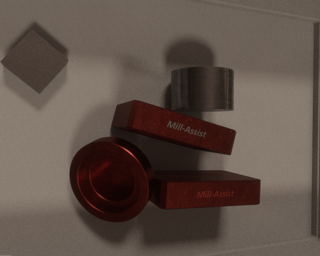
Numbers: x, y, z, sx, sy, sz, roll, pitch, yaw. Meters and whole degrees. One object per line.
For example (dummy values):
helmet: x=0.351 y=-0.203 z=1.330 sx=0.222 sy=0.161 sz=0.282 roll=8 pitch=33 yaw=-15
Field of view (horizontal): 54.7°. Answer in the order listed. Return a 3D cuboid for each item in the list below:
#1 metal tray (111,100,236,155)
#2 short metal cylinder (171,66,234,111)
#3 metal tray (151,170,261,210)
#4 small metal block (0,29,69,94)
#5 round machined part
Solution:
metal tray: x=0.014 y=0.001 z=0.382 sx=0.131 sy=0.090 sz=0.030 roll=16 pitch=85 yaw=-20
short metal cylinder: x=0.055 y=-0.048 z=0.403 sx=0.081 sy=0.080 sz=0.050 roll=0 pitch=90 yaw=-20
metal tray: x=0.048 y=0.075 z=0.395 sx=0.131 sy=0.090 sz=0.030 roll=3 pitch=89 yaw=-21
small metal block: x=-0.143 y=-0.075 z=0.358 sx=0.050 sy=0.025 sz=0.050 roll=41 pitch=77 yaw=-16
round machined part: x=-0.053 y=0.057 z=0.366 sx=0.098 sy=0.042 sz=0.097 roll=5 pitch=105 yaw=17
